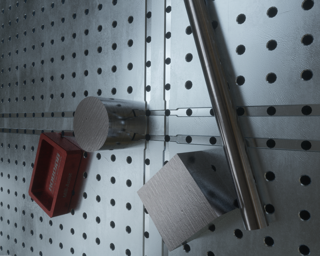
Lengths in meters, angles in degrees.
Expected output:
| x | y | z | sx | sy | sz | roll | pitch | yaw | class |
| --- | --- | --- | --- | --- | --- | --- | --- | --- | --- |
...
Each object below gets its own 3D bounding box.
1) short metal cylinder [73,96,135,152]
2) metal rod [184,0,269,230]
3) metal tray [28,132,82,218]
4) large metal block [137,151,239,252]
| x | y | z | sx | sy | sz | roll | pitch | yaw | class |
| --- | --- | --- | --- | --- | --- | --- | --- | --- | --- |
| -0.083 | -0.005 | 0.459 | 0.080 | 0.050 | 0.079 | 0 | 90 | 39 | short metal cylinder |
| 0.068 | -0.039 | 0.351 | 0.025 | 0.025 | 0.299 | -21 | 77 | 38 | metal rod |
| -0.192 | 0.083 | 0.561 | 0.090 | 0.030 | 0.129 | 27 | 107 | 36 | metal tray |
| 0.031 | 0.084 | 0.366 | 0.080 | 0.050 | 0.080 | -47 | 62 | 29 | large metal block |
